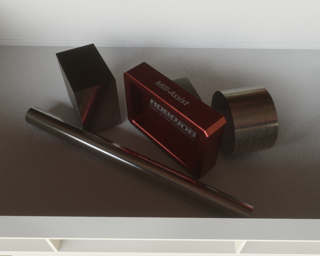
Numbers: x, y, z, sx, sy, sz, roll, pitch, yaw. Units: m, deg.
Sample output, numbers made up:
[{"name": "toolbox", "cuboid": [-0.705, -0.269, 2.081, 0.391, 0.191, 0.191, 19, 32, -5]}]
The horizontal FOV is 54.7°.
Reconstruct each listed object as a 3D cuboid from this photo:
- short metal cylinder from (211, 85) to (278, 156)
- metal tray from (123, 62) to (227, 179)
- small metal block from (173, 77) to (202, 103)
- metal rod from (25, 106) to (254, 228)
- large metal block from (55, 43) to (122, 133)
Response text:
[{"name": "short metal cylinder", "cuboid": [0.099, -0.009, 0.376, 0.050, 0.080, 0.080, -10, 51, -7]}, {"name": "metal tray", "cuboid": [0.012, -0.009, 0.368, 0.030, 0.089, 0.130, -36, 59, -27]}, {"name": "small metal block", "cuboid": [0.024, -0.042, 0.437, 0.050, 0.025, 0.050, -15, 52, -13]}, {"name": "metal rod", "cuboid": [-0.039, 0.038, 0.371, 0.301, 0.025, 0.025, 23, 54, 17]}, {"name": "large metal block", "cuboid": [-0.093, -0.050, 0.409, 0.050, 0.080, 0.080, -21, 53, -17]}]
